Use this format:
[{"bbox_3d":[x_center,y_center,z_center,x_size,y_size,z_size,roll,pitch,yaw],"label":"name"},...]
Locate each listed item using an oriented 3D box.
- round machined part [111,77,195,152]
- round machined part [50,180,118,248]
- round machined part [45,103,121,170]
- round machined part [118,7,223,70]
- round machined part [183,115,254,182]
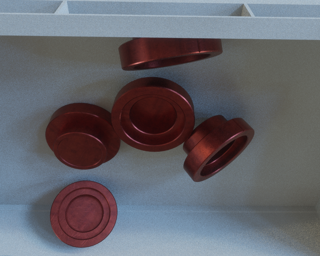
[{"bbox_3d":[-0.008,-0.020,0.378,0.099,0.042,0.097,1,129,2],"label":"round machined part"},{"bbox_3d":[-0.118,0.133,0.485,0.099,0.098,0.042,10,162,-9],"label":"round machined part"},{"bbox_3d":[-0.102,0.018,0.412,0.099,0.042,0.097,0,130,0],"label":"round machined part"},{"bbox_3d":[0.008,-0.085,0.300,0.098,0.098,0.042,-9,96,7],"label":"round machined part"},{"bbox_3d":[0.069,0.021,0.396,0.099,0.042,0.098,-31,153,-17],"label":"round machined part"}]
